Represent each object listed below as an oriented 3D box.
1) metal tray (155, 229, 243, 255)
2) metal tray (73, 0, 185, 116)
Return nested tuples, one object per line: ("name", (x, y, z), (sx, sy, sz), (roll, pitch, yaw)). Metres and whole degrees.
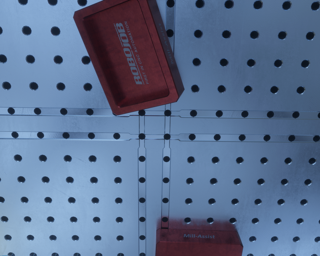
("metal tray", (0.057, 0.207, 0.488), (0.131, 0.030, 0.089), (3, 110, -2))
("metal tray", (-0.034, -0.086, 0.364), (0.090, 0.030, 0.129), (-12, 111, 22))
